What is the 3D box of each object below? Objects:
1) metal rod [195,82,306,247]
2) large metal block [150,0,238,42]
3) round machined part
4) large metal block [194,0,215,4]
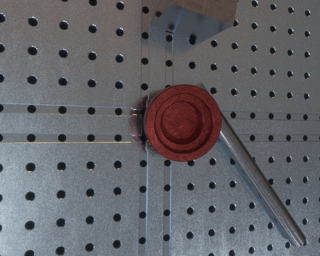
[{"bbox_3d":[0.134,0.062,0.462,0.025,0.025,0.299,-40,103,-16],"label":"metal rod"},{"bbox_3d":[0.042,-0.156,0.399,0.081,0.080,0.050,11,86,-20],"label":"large metal block"},{"bbox_3d":[0.027,-0.008,0.407,0.099,0.042,0.097,-1,97,-11],"label":"round machined part"},{"bbox_3d":[0.051,-0.209,0.402,0.081,0.080,0.050,5,89,-20],"label":"large metal block"}]
